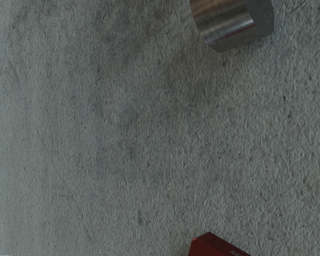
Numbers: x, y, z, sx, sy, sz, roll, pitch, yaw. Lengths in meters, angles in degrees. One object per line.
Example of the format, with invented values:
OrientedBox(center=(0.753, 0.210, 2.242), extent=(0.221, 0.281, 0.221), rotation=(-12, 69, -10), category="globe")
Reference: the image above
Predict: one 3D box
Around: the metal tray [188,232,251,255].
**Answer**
OrientedBox(center=(0.085, 0.184, 0.331), extent=(0.130, 0.030, 0.089), rotation=(20, 103, 38), category="metal tray")

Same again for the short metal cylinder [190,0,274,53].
OrientedBox(center=(0.073, -0.122, 0.309), extent=(0.050, 0.081, 0.080), rotation=(-13, 82, 39), category="short metal cylinder")
